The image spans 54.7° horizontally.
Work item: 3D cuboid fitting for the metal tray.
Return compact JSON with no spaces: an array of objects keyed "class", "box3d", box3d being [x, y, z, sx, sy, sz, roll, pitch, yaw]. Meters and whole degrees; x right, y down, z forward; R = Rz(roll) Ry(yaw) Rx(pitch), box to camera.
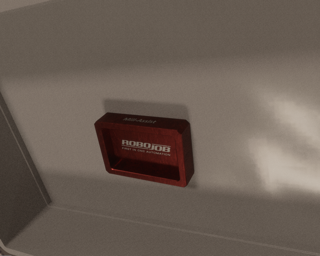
[{"class":"metal tray","box3d":[-0.022,0.029,0.433,0.130,0.030,0.089,6,121,24]}]
